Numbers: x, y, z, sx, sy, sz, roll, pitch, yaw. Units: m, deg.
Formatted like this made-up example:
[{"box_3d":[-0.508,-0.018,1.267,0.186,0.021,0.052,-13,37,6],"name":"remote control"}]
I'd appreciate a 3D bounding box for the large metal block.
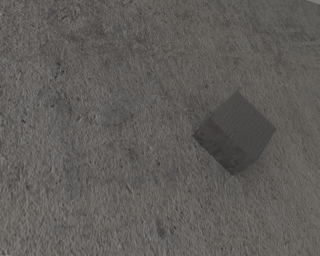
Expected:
[{"box_3d":[0.106,0.006,0.440,0.080,0.050,0.080,45,51,3],"name":"large metal block"}]
